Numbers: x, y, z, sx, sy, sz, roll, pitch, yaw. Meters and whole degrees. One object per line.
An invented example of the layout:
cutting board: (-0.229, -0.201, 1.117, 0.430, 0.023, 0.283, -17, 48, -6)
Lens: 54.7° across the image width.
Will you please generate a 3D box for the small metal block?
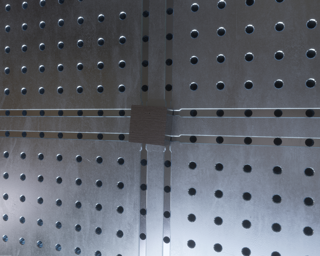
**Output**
small metal block: (-0.012, -0.004, 0.416, 0.050, 0.025, 0.050, 5, 92, 19)
